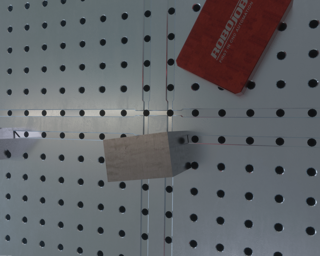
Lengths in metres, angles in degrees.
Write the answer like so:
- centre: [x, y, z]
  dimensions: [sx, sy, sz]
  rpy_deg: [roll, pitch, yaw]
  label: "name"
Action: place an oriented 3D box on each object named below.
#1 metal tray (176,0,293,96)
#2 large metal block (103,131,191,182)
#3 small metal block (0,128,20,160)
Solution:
- centre: [0.089, -0.116, 0.378]
  dimensions: [0.090, 0.030, 0.129]
  rpy_deg: [30, 100, 17]
  label: "metal tray"
- centre: [-0.013, 0.033, 0.388]
  dimensions: [0.080, 0.080, 0.050]
  rpy_deg: [-8, 88, 20]
  label: "large metal block"
- centre: [-0.264, 0.026, 0.492]
  dimensions: [0.025, 0.050, 0.050]
  rpy_deg: [45, 104, 14]
  label: "small metal block"
